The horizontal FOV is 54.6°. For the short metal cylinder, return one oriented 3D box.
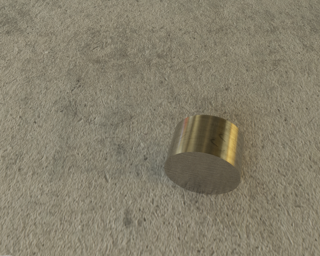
[{"bbox_3d":[0.050,0.031,0.342,0.080,0.080,0.050,11,51,9],"label":"short metal cylinder"}]
